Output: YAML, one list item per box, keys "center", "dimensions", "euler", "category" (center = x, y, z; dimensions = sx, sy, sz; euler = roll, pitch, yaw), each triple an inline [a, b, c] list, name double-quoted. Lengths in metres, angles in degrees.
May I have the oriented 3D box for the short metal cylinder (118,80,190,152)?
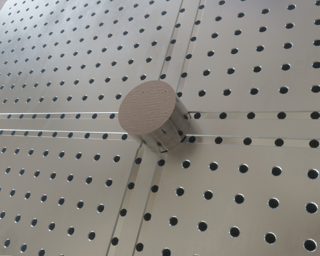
- center: [-0.007, -0.015, 0.406]
  dimensions: [0.080, 0.050, 0.080]
  euler: [-13, 56, 21]
  category: "short metal cylinder"
